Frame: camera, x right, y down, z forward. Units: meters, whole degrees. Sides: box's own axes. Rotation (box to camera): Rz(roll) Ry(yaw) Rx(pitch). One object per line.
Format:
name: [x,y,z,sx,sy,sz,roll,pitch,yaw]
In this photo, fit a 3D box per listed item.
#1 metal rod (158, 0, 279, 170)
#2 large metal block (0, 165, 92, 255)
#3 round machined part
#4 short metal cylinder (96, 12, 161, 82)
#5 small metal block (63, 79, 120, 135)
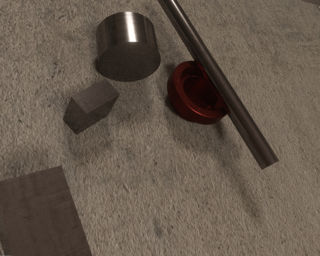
metal rod: [0.074,-0.079,0.439,0.025,0.025,0.299,-17,71,-35]
large metal block: [-0.103,0.089,0.260,0.050,0.080,0.080,-13,69,-34]
round machined part: [0.054,-0.047,0.452,0.099,0.042,0.098,14,56,-21]
short metal cylinder: [-0.043,-0.105,0.411,0.081,0.080,0.050,4,60,-27]
small metal block: [-0.080,-0.024,0.360,0.025,0.050,0.050,48,51,5]
